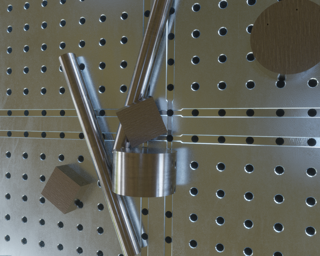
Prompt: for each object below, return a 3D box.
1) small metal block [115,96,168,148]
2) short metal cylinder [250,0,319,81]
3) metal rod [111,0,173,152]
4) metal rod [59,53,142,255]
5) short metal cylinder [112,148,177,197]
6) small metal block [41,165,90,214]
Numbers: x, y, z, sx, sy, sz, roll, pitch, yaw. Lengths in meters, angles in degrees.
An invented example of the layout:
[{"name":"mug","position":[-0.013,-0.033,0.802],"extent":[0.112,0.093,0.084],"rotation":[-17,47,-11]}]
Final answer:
[{"name":"small metal block","position":[-0.025,-0.009,0.404],"extent":[0.050,0.025,0.050],"rotation":[-24,102,-6]},{"name":"short metal cylinder","position":[0.145,-0.096,0.348],"extent":[0.080,0.050,0.079],"rotation":[0,90,20]},{"name":"metal rod","position":[-0.014,-0.107,0.417],"extent":[0.025,0.025,0.298],"rotation":[18,96,19]},{"name":"metal rod","position":[-0.088,0.034,0.443],"extent":[0.025,0.025,0.299],"rotation":[-22,83,18]},{"name":"short metal cylinder","position":[-0.019,0.053,0.390],"extent":[0.080,0.080,0.050],"rotation":[2,91,20]},{"name":"small metal block","position":[-0.141,0.091,0.462],"extent":[0.050,0.025,0.050],"rotation":[34,101,16]}]
